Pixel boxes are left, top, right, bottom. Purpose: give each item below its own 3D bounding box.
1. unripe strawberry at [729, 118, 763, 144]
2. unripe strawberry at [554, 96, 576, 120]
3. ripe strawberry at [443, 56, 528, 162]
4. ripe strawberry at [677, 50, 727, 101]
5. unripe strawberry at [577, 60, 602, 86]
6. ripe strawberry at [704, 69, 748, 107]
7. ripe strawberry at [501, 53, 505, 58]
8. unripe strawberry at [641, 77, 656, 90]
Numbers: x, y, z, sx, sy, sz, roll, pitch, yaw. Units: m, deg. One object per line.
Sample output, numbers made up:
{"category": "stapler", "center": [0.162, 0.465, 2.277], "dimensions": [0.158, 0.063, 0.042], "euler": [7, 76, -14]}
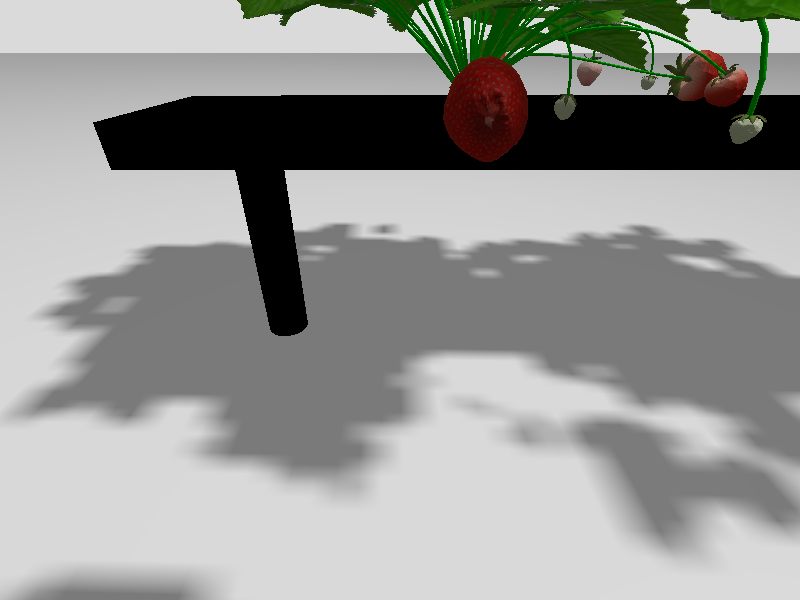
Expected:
{"category": "unripe strawberry", "center": [0.136, -0.067, 0.158], "dimensions": [0.011, 0.010, 0.010], "euler": [-14, 35, -20]}
{"category": "unripe strawberry", "center": [0.084, -0.098, 0.204], "dimensions": [0.011, 0.011, 0.010], "euler": [-7, 34, -11]}
{"category": "ripe strawberry", "center": [0.032, -0.071, 0.152], "dimensions": [0.032, 0.036, 0.035], "euler": [4, 34, 6]}
{"category": "ripe strawberry", "center": [0.236, -0.175, 0.314], "dimensions": [0.034, 0.035, 0.031], "euler": [-1, 33, -3]}
{"category": "unripe strawberry", "center": [0.205, -0.247, 0.436], "dimensions": [0.021, 0.025, 0.025], "euler": [-28, 42, -36]}
{"category": "ripe strawberry", "center": [0.235, -0.151, 0.288], "dimensions": [0.024, 0.023, 0.022], "euler": [-28, 24, 25]}
{"category": "ripe strawberry", "center": [0.119, -0.300, 0.508], "dimensions": [0.031, 0.035, 0.033], "euler": [8, 15, 12]}
{"category": "unripe strawberry", "center": [0.198, -0.173, 0.320], "dimensions": [0.010, 0.010, 0.009], "euler": [-3, 33, -4]}
